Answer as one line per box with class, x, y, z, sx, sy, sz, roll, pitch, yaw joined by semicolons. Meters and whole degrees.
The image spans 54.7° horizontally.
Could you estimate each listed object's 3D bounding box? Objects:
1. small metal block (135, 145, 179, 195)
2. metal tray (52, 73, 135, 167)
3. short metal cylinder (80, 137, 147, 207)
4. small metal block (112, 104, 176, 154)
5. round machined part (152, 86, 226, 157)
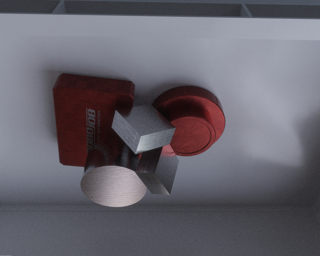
small metal block;-0.002;0.047;0.379;0.025;0.050;0.050;-2;140;26
metal tray;-0.083;-0.003;0.397;0.091;0.030;0.129;6;130;-6
short metal cylinder;-0.057;0.057;0.399;0.081;0.050;0.079;0;130;0
small metal block;-0.019;-0.001;0.356;0.050;0.050;0.025;-13;135;-39
round machined part;0.034;-0.002;0.395;0.099;0.042;0.097;-1;130;0
